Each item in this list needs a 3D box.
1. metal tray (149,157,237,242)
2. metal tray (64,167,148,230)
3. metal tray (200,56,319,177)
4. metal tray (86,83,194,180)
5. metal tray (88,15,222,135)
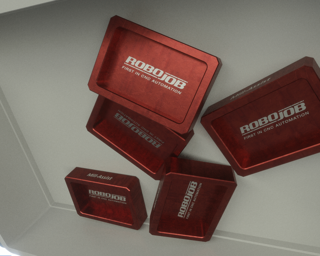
[{"bbox_3d":[0.040,0.102,0.425,0.091,0.030,0.129,9,126,-6],"label":"metal tray"},{"bbox_3d":[-0.092,0.118,0.526,0.130,0.030,0.089,4,121,26],"label":"metal tray"},{"bbox_3d":[0.122,-0.006,0.337,0.130,0.030,0.090,-28,103,37],"label":"metal tray"},{"bbox_3d":[-0.030,0.003,0.423,0.130,0.030,0.089,36,129,4],"label":"metal tray"},{"bbox_3d":[-0.008,-0.060,0.351,0.130,0.030,0.089,26,105,12],"label":"metal tray"}]
